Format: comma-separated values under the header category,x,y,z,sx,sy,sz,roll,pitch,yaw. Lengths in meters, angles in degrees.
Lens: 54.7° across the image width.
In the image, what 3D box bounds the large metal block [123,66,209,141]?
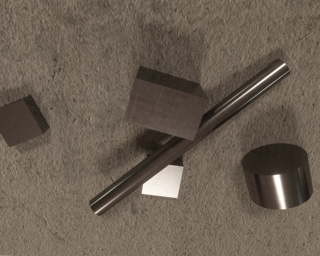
category,x,y,z,sx,sy,sz,roll,pitch,yaw
large metal block,0.006,-0.032,0.369,0.080,0.080,0.050,16,109,-6

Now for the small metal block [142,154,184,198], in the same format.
category,x,y,z,sx,sy,sz,roll,pitch,yaw
small metal block,0.003,0.067,0.435,0.050,0.025,0.050,8,110,-4

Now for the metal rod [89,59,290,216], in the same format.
category,x,y,z,sx,sy,sz,roll,pitch,yaw
metal rod,0.034,0.015,0.396,0.300,0.025,0.025,-37,106,5

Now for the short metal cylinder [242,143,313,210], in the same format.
category,x,y,z,sx,sy,sz,roll,pitch,yaw
short metal cylinder,0.153,0.061,0.405,0.080,0.080,0.050,-16,110,5

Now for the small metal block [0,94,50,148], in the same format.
category,x,y,z,sx,sy,sz,roll,pitch,yaw
small metal block,-0.182,-0.009,0.404,0.050,0.025,0.050,-21,109,7
